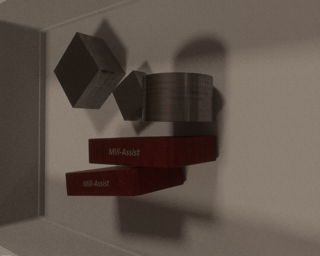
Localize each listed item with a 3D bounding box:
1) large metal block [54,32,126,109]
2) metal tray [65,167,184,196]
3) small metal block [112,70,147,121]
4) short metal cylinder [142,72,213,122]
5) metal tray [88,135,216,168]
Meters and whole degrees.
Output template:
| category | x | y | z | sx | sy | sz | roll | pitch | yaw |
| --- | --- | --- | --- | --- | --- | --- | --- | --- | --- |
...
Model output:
| category | x | y | z | sx | sy | sz | roll | pitch | yaw |
| --- | --- | --- | --- | --- | --- | --- | --- | --- | --- |
| large metal block | -0.111 | -0.086 | 0.479 | 0.080 | 0.050 | 0.080 | -47 | 62 | 29 |
| metal tray | -0.047 | 0.065 | 0.401 | 0.130 | 0.091 | 0.030 | -10 | 84 | 39 |
| small metal block | -0.035 | -0.044 | 0.433 | 0.050 | 0.025 | 0.050 | -38 | 67 | 33 |
| short metal cylinder | 0.020 | -0.032 | 0.353 | 0.080 | 0.081 | 0.050 | 1 | 91 | 39 |
| metal tray | -0.011 | 0.026 | 0.371 | 0.130 | 0.091 | 0.030 | -2 | 89 | 39 |
